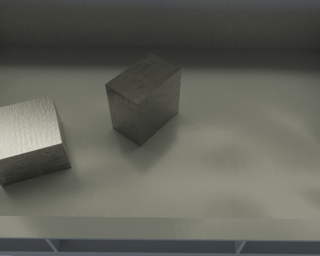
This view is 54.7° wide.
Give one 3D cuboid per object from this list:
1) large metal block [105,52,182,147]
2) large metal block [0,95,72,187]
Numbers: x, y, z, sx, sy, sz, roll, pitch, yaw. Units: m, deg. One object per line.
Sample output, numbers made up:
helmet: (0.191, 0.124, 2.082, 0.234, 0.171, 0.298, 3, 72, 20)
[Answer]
large metal block: (-0.019, -0.036, 0.400, 0.050, 0.080, 0.080, 33, 57, 24)
large metal block: (-0.160, 0.014, 0.375, 0.081, 0.050, 0.080, -15, 52, -13)
